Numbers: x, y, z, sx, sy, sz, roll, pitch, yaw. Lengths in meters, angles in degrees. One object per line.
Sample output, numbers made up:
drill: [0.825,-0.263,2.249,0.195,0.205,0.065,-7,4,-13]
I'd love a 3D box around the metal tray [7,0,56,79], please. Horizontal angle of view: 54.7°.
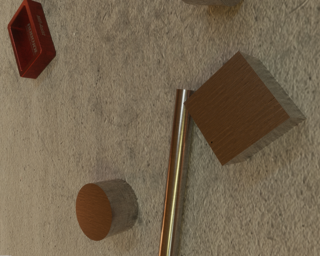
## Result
metal tray: [-0.257,-0.175,0.613,0.090,0.030,0.130,-33,70,35]

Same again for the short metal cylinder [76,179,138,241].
short metal cylinder: [-0.078,0.117,0.453,0.080,0.050,0.079,0,90,40]

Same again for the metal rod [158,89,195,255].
metal rod: [0.016,0.101,0.391,0.025,0.025,0.298,10,97,39]

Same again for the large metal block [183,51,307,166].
large metal block: [0.084,-0.018,0.319,0.080,0.050,0.080,-43,64,31]

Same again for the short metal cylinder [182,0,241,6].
short metal cylinder: [0.056,-0.170,0.323,0.050,0.081,0.079,21,103,38]
